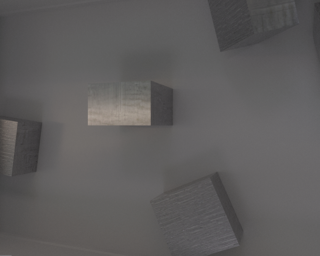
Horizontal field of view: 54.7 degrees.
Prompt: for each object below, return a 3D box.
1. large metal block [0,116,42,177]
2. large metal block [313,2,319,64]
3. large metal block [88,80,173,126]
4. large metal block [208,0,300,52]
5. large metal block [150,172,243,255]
[{"bbox_3d":[-0.238,0.025,0.481,0.080,0.050,0.079,9,93,19],"label":"large metal block"},{"bbox_3d":[0.204,-0.088,0.307,0.080,0.050,0.080,-8,58,20],"label":"large metal block"},{"bbox_3d":[-0.034,-0.028,0.393,0.080,0.080,0.050,0,90,20],"label":"large metal block"},{"bbox_3d":[0.094,-0.135,0.334,0.050,0.080,0.080,-16,94,-11],"label":"large metal block"},{"bbox_3d":[0.046,0.109,0.381,0.080,0.050,0.080,-25,82,18],"label":"large metal block"}]
